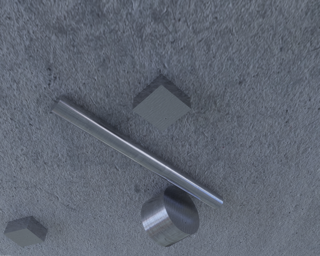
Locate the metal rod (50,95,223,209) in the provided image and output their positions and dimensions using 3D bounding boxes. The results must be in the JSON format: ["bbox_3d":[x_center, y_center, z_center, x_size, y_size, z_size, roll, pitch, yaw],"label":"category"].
[{"bbox_3d":[-0.016,0.046,0.446,0.301,0.025,0.025,35,122,-26],"label":"metal rod"}]

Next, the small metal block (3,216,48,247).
[{"bbox_3d":[-0.245,0.190,0.567,0.050,0.025,0.050,-17,128,14],"label":"small metal block"}]

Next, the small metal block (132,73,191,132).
[{"bbox_3d":[0.002,-0.030,0.382,0.050,0.025,0.050,36,121,-27],"label":"small metal block"}]

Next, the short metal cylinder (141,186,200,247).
[{"bbox_3d":[0.017,0.139,0.490,0.080,0.080,0.050,36,121,-27],"label":"short metal cylinder"}]
